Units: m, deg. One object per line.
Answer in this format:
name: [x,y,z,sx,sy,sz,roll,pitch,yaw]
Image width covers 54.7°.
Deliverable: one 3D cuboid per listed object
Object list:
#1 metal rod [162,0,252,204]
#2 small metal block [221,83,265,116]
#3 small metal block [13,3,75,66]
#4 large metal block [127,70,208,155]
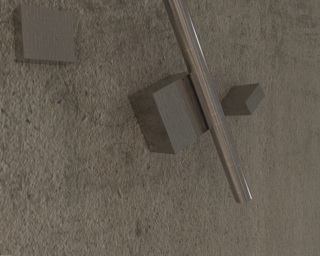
metal rod: [0.064,-0.031,0.395,0.025,0.025,0.299,-36,112,-34]
small metal block: [0.133,-0.046,0.503,0.050,0.050,0.025,-49,119,-29]
small metal block: [-0.115,-0.091,0.309,0.050,0.025,0.050,-5,93,-40]
large metal block: [0.016,-0.021,0.404,0.081,0.050,0.080,-33,111,-35]
